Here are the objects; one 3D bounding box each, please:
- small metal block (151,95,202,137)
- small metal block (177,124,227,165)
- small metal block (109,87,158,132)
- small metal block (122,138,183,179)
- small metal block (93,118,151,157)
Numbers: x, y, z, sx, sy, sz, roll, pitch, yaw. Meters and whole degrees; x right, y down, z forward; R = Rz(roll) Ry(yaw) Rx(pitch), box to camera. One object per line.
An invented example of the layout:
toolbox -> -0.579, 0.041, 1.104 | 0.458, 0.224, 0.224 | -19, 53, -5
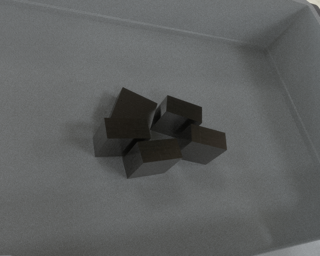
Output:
small metal block -> 0.021, -0.012, 0.408 | 0.050, 0.050, 0.025 | 17, 55, -19
small metal block -> 0.050, 0.023, 0.403 | 0.050, 0.050, 0.025 | 14, 56, -20
small metal block -> -0.036, -0.017, 0.397 | 0.050, 0.025, 0.050 | 25, 53, -13
small metal block -> -0.010, 0.036, 0.362 | 0.050, 0.050, 0.025 | -4, 64, -30
small metal block -> -0.045, 0.012, 0.358 | 0.050, 0.050, 0.025 | 1, 62, -28
